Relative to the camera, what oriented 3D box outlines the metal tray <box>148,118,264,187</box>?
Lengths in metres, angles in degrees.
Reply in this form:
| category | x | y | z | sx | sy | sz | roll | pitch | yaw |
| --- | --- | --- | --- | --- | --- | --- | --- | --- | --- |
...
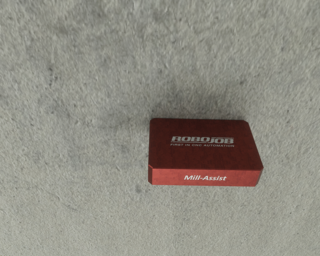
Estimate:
| category | x | y | z | sx | sy | sz | roll | pitch | yaw |
| --- | --- | --- | --- | --- | --- | --- | --- | --- | --- |
| metal tray | 0.052 | 0.028 | 0.388 | 0.131 | 0.090 | 0.030 | 1 | 130 | -1 |
